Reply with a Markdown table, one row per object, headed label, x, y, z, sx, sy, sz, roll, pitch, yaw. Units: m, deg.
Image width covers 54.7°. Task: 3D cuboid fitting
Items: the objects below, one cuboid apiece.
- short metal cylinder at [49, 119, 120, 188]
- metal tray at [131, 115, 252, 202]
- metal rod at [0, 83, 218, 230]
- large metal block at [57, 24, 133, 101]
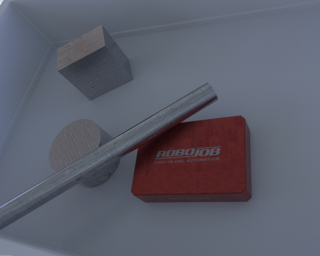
| label | x | y | z | sx | sy | sz | roll | pitch | yaw |
| --- | --- | --- | --- | --- | --- | --- | --- | --- | --- |
| short metal cylinder | -0.101 | 0.034 | 0.419 | 0.080 | 0.050 | 0.080 | -13 | 56 | 20 |
| metal tray | 0.036 | 0.038 | 0.360 | 0.130 | 0.030 | 0.090 | -7 | 59 | 24 |
| metal rod | -0.067 | 0.034 | 0.363 | 0.301 | 0.025 | 0.025 | -31 | 52 | -2 |
| large metal block | -0.100 | -0.098 | 0.481 | 0.080 | 0.080 | 0.050 | -24 | 53 | 13 |
